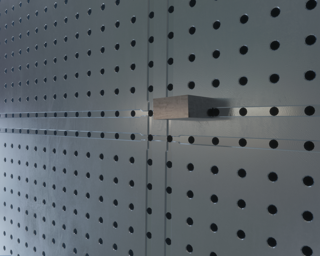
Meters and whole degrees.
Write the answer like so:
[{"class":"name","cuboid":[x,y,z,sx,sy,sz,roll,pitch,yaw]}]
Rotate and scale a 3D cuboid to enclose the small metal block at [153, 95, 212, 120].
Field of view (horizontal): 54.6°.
[{"class":"small metal block","cuboid":[0.028,-0.023,0.371,0.050,0.050,0.025,-2,89,40]}]
